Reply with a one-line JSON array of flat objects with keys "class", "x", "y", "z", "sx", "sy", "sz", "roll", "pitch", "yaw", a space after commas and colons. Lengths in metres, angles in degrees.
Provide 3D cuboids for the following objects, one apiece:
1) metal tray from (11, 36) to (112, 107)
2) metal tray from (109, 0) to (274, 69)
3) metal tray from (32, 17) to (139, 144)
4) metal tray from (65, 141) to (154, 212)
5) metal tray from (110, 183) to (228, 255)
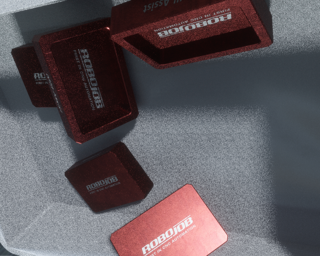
[{"class": "metal tray", "x": -0.136, "y": -0.075, "z": 0.431, "sx": 0.130, "sy": 0.030, "sz": 0.089, "roll": 2, "pitch": 119, "yaw": 27}, {"class": "metal tray", "x": 0.030, "y": -0.096, "z": 0.292, "sx": 0.130, "sy": 0.090, "sz": 0.030, "roll": -6, "pitch": 76, "yaw": 31}, {"class": "metal tray", "x": -0.084, "y": -0.057, "z": 0.373, "sx": 0.030, "sy": 0.091, "sz": 0.129, "roll": 24, "pitch": 134, "yaw": 51}, {"class": "metal tray", "x": -0.085, "y": 0.083, "z": 0.502, "sx": 0.130, "sy": 0.030, "sz": 0.090, "roll": -25, "pitch": 105, "yaw": 37}, {"class": "metal tray", "x": 0.012, "y": 0.147, "z": 0.414, "sx": 0.090, "sy": 0.131, "sz": 0.030, "roll": 55, "pitch": 169, "yaw": 19}]
